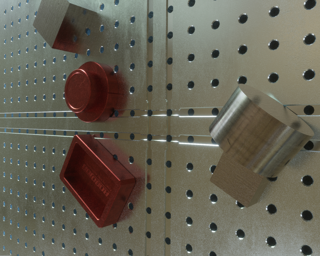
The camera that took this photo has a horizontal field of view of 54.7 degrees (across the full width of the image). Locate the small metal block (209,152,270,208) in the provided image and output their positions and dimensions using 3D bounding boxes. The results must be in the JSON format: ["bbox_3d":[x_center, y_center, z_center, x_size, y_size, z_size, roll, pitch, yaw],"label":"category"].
[{"bbox_3d":[0.090,0.049,0.336,0.050,0.025,0.050,34,111,34],"label":"small metal block"}]

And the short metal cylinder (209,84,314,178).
[{"bbox_3d":[0.095,0.001,0.295,0.080,0.081,0.050,46,118,30],"label":"short metal cylinder"}]

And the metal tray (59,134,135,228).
[{"bbox_3d":[-0.104,0.080,0.491,0.130,0.030,0.089,38,113,33],"label":"metal tray"}]

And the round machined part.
[{"bbox_3d":[-0.115,-0.057,0.494,0.098,0.042,0.097,0,90,40],"label":"round machined part"}]

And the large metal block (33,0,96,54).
[{"bbox_3d":[-0.165,-0.187,0.530,0.080,0.050,0.080,47,118,29],"label":"large metal block"}]
